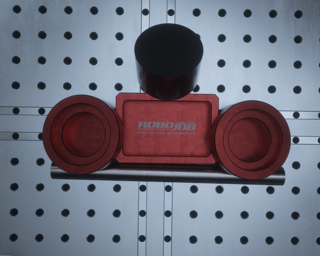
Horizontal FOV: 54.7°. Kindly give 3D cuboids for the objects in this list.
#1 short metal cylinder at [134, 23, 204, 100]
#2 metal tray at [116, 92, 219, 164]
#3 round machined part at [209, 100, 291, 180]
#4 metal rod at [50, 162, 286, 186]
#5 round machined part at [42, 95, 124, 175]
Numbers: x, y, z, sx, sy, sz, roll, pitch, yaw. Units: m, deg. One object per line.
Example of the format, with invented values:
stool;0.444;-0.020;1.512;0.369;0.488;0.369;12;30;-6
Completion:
short metal cylinder;0.010;-0.081;0.382;0.081;0.050;0.080;0;64;0
metal tray;0.009;0.000;0.406;0.131;0.030;0.089;1;91;-1
round machined part;0.111;0.015;0.397;0.099;0.042;0.097;0;88;-8
metal rod;0.011;0.059;0.409;0.302;0.025;0.025;2;90;0
round machined part;-0.094;0.009;0.395;0.099;0.042;0.097;0;87;8
